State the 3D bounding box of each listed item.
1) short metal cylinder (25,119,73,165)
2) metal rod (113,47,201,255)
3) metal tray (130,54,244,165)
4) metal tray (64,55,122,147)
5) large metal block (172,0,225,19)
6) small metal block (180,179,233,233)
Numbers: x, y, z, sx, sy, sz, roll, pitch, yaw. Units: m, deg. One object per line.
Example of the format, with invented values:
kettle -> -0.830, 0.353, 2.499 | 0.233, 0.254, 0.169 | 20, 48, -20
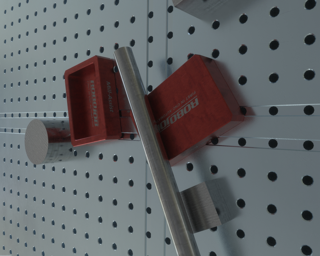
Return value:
short metal cylinder -> -0.200, 0.024, 0.559 | 0.080, 0.050, 0.080 | 0, 90, 40
metal rod -> -0.003, 0.037, 0.372 | 0.025, 0.025, 0.299 | -29, 72, 36
metal tray -> 0.027, -0.016, 0.384 | 0.130, 0.030, 0.090 | -37, 68, 34
metal tray -> -0.110, -0.040, 0.496 | 0.090, 0.030, 0.129 | -13, 82, 39
large metal block -> 0.050, -0.187, 0.352 | 0.080, 0.050, 0.080 | -27, 73, 37
small metal block -> 0.050, 0.094, 0.368 | 0.050, 0.025, 0.050 | -32, 70, 35
